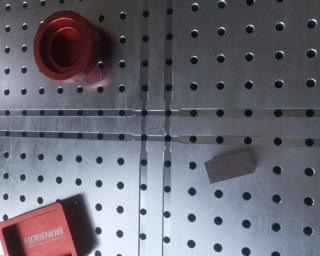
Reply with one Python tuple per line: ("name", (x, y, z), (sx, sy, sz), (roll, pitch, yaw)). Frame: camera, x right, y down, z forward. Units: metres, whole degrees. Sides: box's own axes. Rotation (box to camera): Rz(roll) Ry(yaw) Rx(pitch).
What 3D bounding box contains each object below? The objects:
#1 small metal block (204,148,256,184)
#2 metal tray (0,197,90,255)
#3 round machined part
("small metal block", (0.085, 0.044, 0.369), (0.050, 0.050, 0.025), (-18, 84, 19))
("metal tray", (-0.179, 0.168, 0.471), (0.130, 0.030, 0.090), (-22, 83, 18))
("round machined part", (-0.128, -0.114, 0.447), (0.098, 0.042, 0.097), (0, 90, 19))
